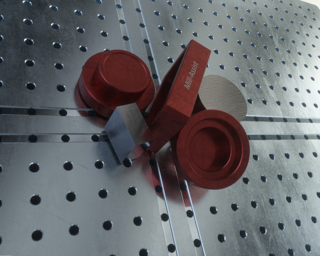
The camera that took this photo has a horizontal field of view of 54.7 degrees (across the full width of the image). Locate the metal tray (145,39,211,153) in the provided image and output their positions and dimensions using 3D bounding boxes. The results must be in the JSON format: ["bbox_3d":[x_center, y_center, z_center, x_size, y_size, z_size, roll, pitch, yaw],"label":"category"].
[{"bbox_3d":[0.018,-0.041,0.396,0.030,0.090,0.130,29,52,-10],"label":"metal tray"}]

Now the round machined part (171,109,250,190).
[{"bbox_3d":[0.060,0.028,0.393,0.099,0.042,0.097,2,82,-18],"label":"round machined part"}]

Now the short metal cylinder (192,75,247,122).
[{"bbox_3d":[0.077,-0.030,0.447,0.081,0.050,0.080,14,56,-21],"label":"short metal cylinder"}]

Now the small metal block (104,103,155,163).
[{"bbox_3d":[-0.037,0.006,0.363,0.025,0.050,0.050,-16,71,-35],"label":"small metal block"}]

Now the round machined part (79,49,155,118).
[{"bbox_3d":[-0.051,-0.062,0.402,0.099,0.042,0.098,14,56,-21],"label":"round machined part"}]
